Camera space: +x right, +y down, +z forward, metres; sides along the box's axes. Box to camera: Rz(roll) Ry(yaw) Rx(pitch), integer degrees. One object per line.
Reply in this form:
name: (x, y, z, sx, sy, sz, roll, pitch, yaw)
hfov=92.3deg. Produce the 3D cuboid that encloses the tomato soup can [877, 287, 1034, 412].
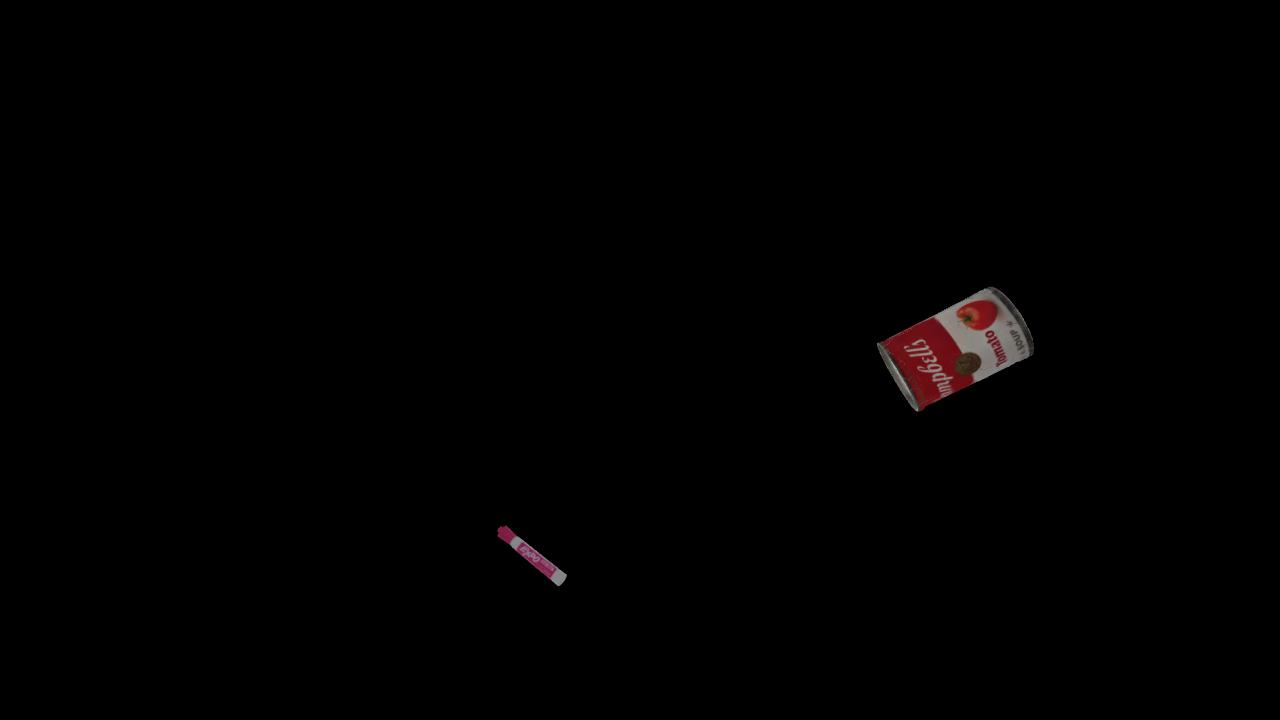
tomato soup can: (0.265, -0.009, 0.521, 0.101, 0.068, 0.068, -29, -7, 13)

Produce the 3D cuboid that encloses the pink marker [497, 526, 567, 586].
pink marker: (-0.155, 0.275, 0.872, 0.121, 0.020, 0.020, 33, 11, 17)
